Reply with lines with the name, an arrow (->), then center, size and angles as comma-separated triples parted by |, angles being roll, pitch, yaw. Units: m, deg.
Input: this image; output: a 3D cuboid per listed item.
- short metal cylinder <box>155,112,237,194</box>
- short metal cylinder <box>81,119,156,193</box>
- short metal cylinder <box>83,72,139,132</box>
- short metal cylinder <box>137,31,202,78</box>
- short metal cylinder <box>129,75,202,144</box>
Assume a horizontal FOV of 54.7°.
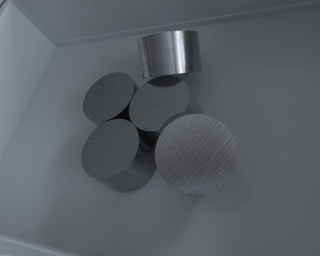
short metal cylinder -> 0.035, 0.023, 0.328 | 0.081, 0.050, 0.079 | 0, 96, -1
short metal cylinder -> -0.050, 0.035, 0.390 | 0.080, 0.050, 0.080 | -13, 56, 20
short metal cylinder -> -0.060, -0.031, 0.436 | 0.080, 0.050, 0.080 | -13, 56, 20
short metal cylinder -> 0.013, -0.095, 0.409 | 0.080, 0.080, 0.050 | -3, 99, 26
short metal cylinder -> 0.008, -0.020, 0.394 | 0.080, 0.050, 0.080 | -13, 56, 20
